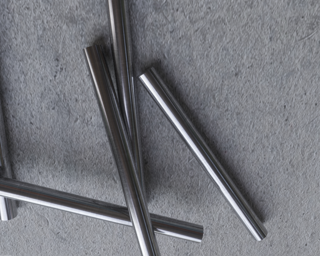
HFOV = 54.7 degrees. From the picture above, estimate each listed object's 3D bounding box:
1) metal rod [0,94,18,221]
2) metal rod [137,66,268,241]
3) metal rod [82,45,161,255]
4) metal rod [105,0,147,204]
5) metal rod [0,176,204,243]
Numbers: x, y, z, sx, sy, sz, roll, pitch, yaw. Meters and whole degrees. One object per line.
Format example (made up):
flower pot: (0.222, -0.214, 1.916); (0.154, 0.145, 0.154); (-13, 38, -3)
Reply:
metal rod: (-0.218, -0.011, 0.403); (0.025, 0.025, 0.298); (2, 110, -1)
metal rod: (0.066, 0.046, 0.426); (0.025, 0.025, 0.299); (-33, 107, 11)
metal rod: (-0.044, 0.046, 0.392); (0.025, 0.025, 0.298); (-14, 97, 5)
metal rod: (-0.040, -0.016, 0.403); (0.025, 0.025, 0.298); (-4, 110, 1)
metal rod: (-0.087, 0.110, 0.421); (0.302, 0.025, 0.025); (15, 109, -6)
